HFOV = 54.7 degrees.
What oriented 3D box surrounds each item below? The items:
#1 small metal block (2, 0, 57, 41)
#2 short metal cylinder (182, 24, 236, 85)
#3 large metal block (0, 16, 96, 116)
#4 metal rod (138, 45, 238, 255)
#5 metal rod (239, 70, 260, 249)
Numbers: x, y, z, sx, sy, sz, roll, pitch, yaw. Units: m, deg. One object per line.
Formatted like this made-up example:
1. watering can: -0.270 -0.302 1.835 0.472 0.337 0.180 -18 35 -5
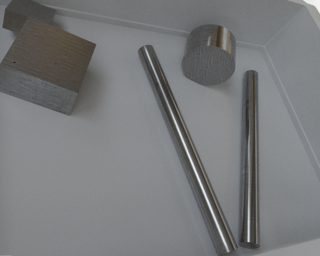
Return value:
1. small metal block: -0.164 -0.139 0.393 0.050 0.025 0.050 16 37 -19
2. short metal cylinder: 0.077 -0.112 0.483 0.080 0.080 0.050 23 53 -15
3. large metal block: -0.130 -0.072 0.364 0.080 0.050 0.080 21 54 -17
4. metal rod: 0.029 0.014 0.414 0.025 0.025 0.299 -8 66 -32
5. metal rod: 0.136 0.025 0.466 0.025 0.025 0.300 23 53 -15
